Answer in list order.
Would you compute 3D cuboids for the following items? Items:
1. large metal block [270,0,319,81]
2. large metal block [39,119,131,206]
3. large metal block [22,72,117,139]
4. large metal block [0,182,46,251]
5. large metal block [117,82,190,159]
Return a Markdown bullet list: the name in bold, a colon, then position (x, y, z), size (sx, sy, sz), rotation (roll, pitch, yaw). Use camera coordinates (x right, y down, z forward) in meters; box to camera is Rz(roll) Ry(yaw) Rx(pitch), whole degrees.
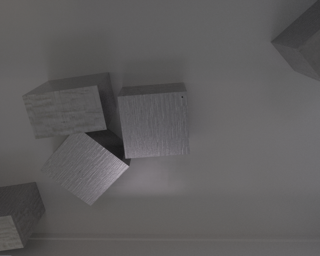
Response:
- **large metal block**: position (0.184, -0.102, 0.346), size (0.080, 0.080, 0.050), rotation (-42, 105, 14)
- **large metal block**: position (-0.094, 0.041, 0.411), size (0.080, 0.050, 0.080), rotation (40, 107, -14)
- **large metal block**: position (-0.102, -0.030, 0.370), size (0.080, 0.080, 0.050), rotation (-8, 110, 3)
- **large metal block**: position (-0.217, 0.122, 0.425), size (0.080, 0.080, 0.050), rotation (-9, 110, 3)
- **large metal block**: position (-0.006, -0.011, 0.394), size (0.080, 0.050, 0.079), rotation (-4, 110, 1)
